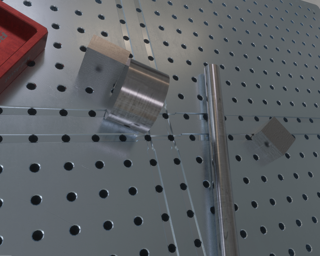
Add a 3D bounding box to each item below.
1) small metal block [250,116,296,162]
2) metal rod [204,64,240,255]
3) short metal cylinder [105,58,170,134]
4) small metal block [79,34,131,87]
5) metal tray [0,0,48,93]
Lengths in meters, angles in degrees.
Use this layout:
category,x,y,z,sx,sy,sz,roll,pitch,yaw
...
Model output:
category,x,y,z,sx,sy,sz,roll,pitch,yaw
small metal block,0.181,0.017,0.495,0.050,0.025,0.050,49,51,6
metal rod,0.083,0.030,0.434,0.025,0.025,0.299,15,56,-20
short metal cylinder,-0.029,-0.039,0.381,0.050,0.080,0.080,22,54,-16
small metal block,-0.073,-0.086,0.405,0.050,0.050,0.025,23,53,-14
metal tray,-0.202,-0.091,0.351,0.090,0.030,0.130,31,52,-9
